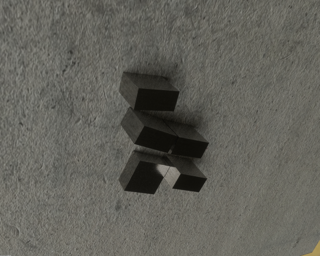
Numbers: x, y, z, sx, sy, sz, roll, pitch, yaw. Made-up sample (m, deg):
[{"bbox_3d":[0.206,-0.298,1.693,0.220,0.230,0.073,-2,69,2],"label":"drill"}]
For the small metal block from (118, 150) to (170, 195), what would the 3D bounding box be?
[{"bbox_3d":[-0.022,0.063,0.434,0.050,0.025,0.050,16,110,-35],"label":"small metal block"}]

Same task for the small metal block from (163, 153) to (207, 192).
[{"bbox_3d":[0.031,0.065,0.448,0.050,0.050,0.025,16,110,-35],"label":"small metal block"}]

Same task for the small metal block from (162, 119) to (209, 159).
[{"bbox_3d":[0.029,0.014,0.415,0.050,0.050,0.025,12,113,-33],"label":"small metal block"}]

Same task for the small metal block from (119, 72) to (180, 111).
[{"bbox_3d":[-0.014,-0.042,0.357,0.050,0.050,0.025,1,118,-29],"label":"small metal block"}]

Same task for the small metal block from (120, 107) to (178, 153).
[{"bbox_3d":[-0.014,0.002,0.384,0.050,0.050,0.025,18,109,-35],"label":"small metal block"}]
